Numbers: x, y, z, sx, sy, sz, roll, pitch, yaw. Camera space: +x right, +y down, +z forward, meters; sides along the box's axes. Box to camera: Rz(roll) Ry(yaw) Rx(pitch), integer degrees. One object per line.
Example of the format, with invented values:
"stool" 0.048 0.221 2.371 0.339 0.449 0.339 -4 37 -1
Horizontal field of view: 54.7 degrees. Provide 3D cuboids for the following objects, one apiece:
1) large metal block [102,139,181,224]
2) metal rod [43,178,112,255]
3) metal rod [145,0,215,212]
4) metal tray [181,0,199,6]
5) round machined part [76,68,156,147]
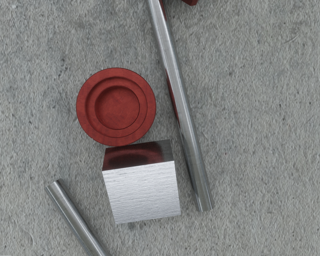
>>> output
"large metal block" -0.021 0.066 0.382 0.081 0.050 0.079 -8 117 -1
"metal rod" -0.060 0.198 0.409 0.025 0.025 0.299 -33 90 0
"metal rod" 0.025 -0.038 0.410 0.025 0.025 0.298 -14 90 0
"metal tray" 0.013 -0.228 0.396 0.130 0.030 0.090 32 74 -1
"round machined part" -0.054 -0.026 0.400 0.099 0.042 0.097 0 89 -1
